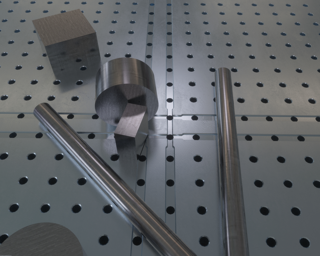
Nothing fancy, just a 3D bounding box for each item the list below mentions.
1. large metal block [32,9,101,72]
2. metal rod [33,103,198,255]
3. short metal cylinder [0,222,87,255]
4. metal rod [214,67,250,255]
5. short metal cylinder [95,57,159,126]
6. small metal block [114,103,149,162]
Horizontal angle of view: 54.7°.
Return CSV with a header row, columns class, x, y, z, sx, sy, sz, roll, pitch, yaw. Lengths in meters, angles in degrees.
class,x,y,z,sx,sy,sz,roll,pitch,yaw
large metal block,-0.155,-0.147,0.514,0.081,0.050,0.080,-22,54,-18
metal rod,-0.060,0.060,0.356,0.025,0.025,0.300,-36,59,-26
short metal cylinder,-0.105,0.133,0.278,0.081,0.050,0.080,0,50,0
metal rod,0.085,0.031,0.382,0.025,0.025,0.300,4,50,3
short metal cylinder,-0.045,-0.046,0.410,0.081,0.080,0.050,-5,50,-4
small metal block,-0.034,0.006,0.386,0.025,0.050,0.050,11,51,9
